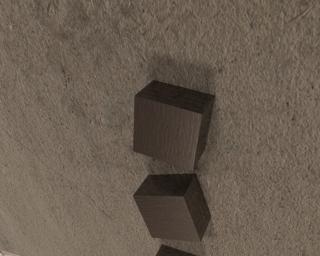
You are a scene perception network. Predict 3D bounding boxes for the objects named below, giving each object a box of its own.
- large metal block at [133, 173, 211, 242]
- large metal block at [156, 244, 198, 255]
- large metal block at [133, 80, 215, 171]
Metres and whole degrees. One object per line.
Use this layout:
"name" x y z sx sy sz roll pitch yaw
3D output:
"large metal block" 0.019 0.114 0.450 0.080 0.050 0.080 -7 115 31
"large metal block" 0.032 0.257 0.531 0.080 0.050 0.079 9 123 23
"large metal block" 0.015 -0.004 0.379 0.080 0.050 0.079 17 125 18
